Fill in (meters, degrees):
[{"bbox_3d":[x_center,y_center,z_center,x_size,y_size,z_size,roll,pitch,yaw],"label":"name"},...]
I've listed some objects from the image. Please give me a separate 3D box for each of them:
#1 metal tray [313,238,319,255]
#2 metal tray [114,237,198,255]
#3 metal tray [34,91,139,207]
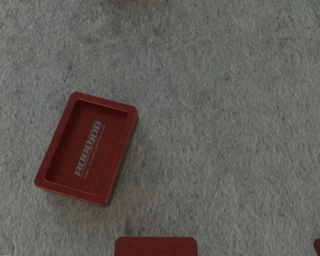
[{"bbox_3d":[0.244,0.177,0.343,0.091,0.030,0.130,-16,71,-6],"label":"metal tray"},{"bbox_3d":[-0.004,0.183,0.320,0.091,0.030,0.130,1,55,-3],"label":"metal tray"},{"bbox_3d":[-0.089,0.025,0.395,0.090,0.030,0.130,15,70,5],"label":"metal tray"}]
